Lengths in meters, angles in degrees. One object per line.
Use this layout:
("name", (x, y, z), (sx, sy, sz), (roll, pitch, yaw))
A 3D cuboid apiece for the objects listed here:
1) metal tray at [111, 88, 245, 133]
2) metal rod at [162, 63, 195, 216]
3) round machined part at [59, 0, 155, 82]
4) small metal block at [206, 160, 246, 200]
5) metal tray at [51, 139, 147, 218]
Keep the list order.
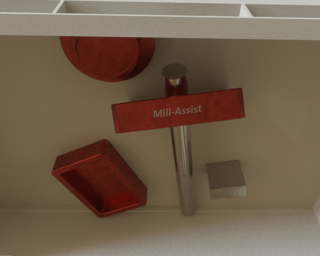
("metal tray", (0.021, -0.021, 0.347), (0.131, 0.090, 0.030), (-7, 95, 5))
("metal rod", (0.031, 0.041, 0.416), (0.025, 0.025, 0.298), (-5, 139, 4))
("round machined part", (-0.054, -0.089, 0.322), (0.099, 0.042, 0.097), (0, 131, 0))
("small metal block", (0.097, 0.076, 0.459), (0.050, 0.050, 0.025), (-7, 130, 5))
("metal tray", (-0.088, 0.083, 0.474), (0.090, 0.030, 0.130), (-20, 128, 16))
